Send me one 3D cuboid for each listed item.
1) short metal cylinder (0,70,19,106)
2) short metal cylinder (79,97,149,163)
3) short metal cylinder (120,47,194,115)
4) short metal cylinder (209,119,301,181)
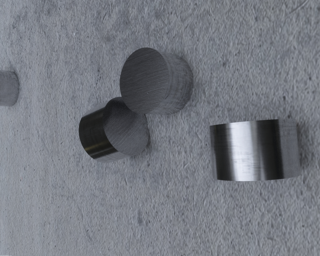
[{"bbox_3d":[-0.353,-0.088,0.681,0.080,0.050,0.080,0,90,40],"label":"short metal cylinder"},{"bbox_3d":[-0.061,0.003,0.420,0.050,0.081,0.080,-19,78,38],"label":"short metal cylinder"},{"bbox_3d":[-0.005,-0.057,0.393,0.080,0.050,0.080,0,90,40],"label":"short metal cylinder"},{"bbox_3d":[0.089,0.020,0.296,0.080,0.081,0.050,-7,86,40],"label":"short metal cylinder"}]
